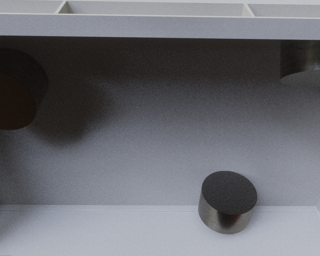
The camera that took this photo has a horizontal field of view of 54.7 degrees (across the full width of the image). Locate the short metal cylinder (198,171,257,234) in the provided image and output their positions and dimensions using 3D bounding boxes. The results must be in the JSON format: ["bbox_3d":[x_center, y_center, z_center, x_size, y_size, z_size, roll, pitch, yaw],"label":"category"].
[{"bbox_3d":[0.101,0.112,0.469,0.081,0.080,0.050,1,130,-1],"label":"short metal cylinder"}]

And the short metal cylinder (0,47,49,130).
[{"bbox_3d":[-0.175,-0.044,0.353,0.081,0.050,0.079,0,130,0],"label":"short metal cylinder"}]

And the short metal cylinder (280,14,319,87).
[{"bbox_3d":[0.161,-0.073,0.304,0.081,0.080,0.050,2,86,-2],"label":"short metal cylinder"}]
